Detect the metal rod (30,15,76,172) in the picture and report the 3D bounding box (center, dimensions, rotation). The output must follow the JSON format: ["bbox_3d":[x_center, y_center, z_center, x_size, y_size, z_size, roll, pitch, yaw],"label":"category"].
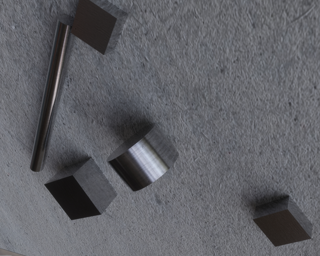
[{"bbox_3d":[-0.170,-0.031,0.476,0.025,0.025,0.298,34,129,6],"label":"metal rod"}]

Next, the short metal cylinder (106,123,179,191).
[{"bbox_3d":[-0.022,0.037,0.406,0.080,0.080,0.050,-30,102,38],"label":"short metal cylinder"}]

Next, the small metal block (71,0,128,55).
[{"bbox_3d":[-0.073,-0.124,0.368,0.050,0.025,0.050,35,129,5],"label":"small metal block"}]

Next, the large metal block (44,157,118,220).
[{"bbox_3d":[-0.134,0.104,0.526,0.080,0.050,0.080,-21,108,36],"label":"large metal block"}]

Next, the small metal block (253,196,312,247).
[{"bbox_3d":[0.157,0.121,0.399,0.050,0.025,0.050,-34,100,38],"label":"small metal block"}]
